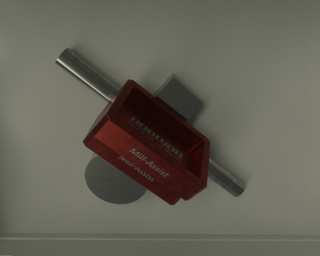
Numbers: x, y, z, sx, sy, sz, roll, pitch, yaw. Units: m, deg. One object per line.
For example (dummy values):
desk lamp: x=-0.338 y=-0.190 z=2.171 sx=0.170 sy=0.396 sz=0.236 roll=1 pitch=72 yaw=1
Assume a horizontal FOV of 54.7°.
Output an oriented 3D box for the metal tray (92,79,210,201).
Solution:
metal tray: x=-0.002 y=0.011 z=0.352 sx=0.130 sy=0.090 sz=0.030 roll=37 pitch=123 yaw=-13

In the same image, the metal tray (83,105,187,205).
metal tray: x=-0.025 y=0.029 z=0.386 sx=0.130 sy=0.090 sz=0.030 roll=37 pitch=106 yaw=-13

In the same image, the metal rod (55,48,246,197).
metal rod: x=-0.003 y=0.000 z=0.411 sx=0.301 sy=0.025 sz=0.025 roll=37 pitch=106 yaw=-13

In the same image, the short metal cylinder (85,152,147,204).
short metal cylinder: x=-0.052 y=0.053 z=0.409 sx=0.080 sy=0.050 sz=0.079 roll=2 pitch=117 yaw=4

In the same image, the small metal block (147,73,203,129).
small metal block: x=0.019 y=-0.033 z=0.398 sx=0.050 sy=0.025 sz=0.050 roll=39 pitch=105 yaw=-14
